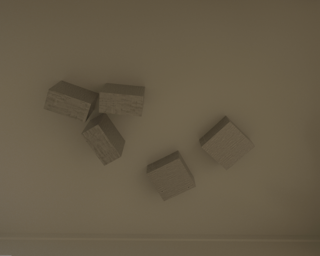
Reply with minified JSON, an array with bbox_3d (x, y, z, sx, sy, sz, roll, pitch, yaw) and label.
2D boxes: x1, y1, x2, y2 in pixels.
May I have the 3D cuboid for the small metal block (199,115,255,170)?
[{"bbox_3d":[0.090,0.020,0.419,0.050,0.025,0.050,42,105,-14],"label":"small metal block"}]

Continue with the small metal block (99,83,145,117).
[{"bbox_3d":[-0.046,-0.036,0.384,0.050,0.050,0.025,5,110,-2],"label":"small metal block"}]

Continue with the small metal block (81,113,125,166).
[{"bbox_3d":[-0.072,0.013,0.402,0.025,0.050,0.050,-29,108,10],"label":"small metal block"}]

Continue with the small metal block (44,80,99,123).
[{"bbox_3d":[-0.108,-0.034,0.384,0.050,0.050,0.025,19,109,-7],"label":"small metal block"}]

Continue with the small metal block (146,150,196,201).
[{"bbox_3d":[0.016,0.067,0.436,0.050,0.025,0.050,-27,108,9],"label":"small metal block"}]
